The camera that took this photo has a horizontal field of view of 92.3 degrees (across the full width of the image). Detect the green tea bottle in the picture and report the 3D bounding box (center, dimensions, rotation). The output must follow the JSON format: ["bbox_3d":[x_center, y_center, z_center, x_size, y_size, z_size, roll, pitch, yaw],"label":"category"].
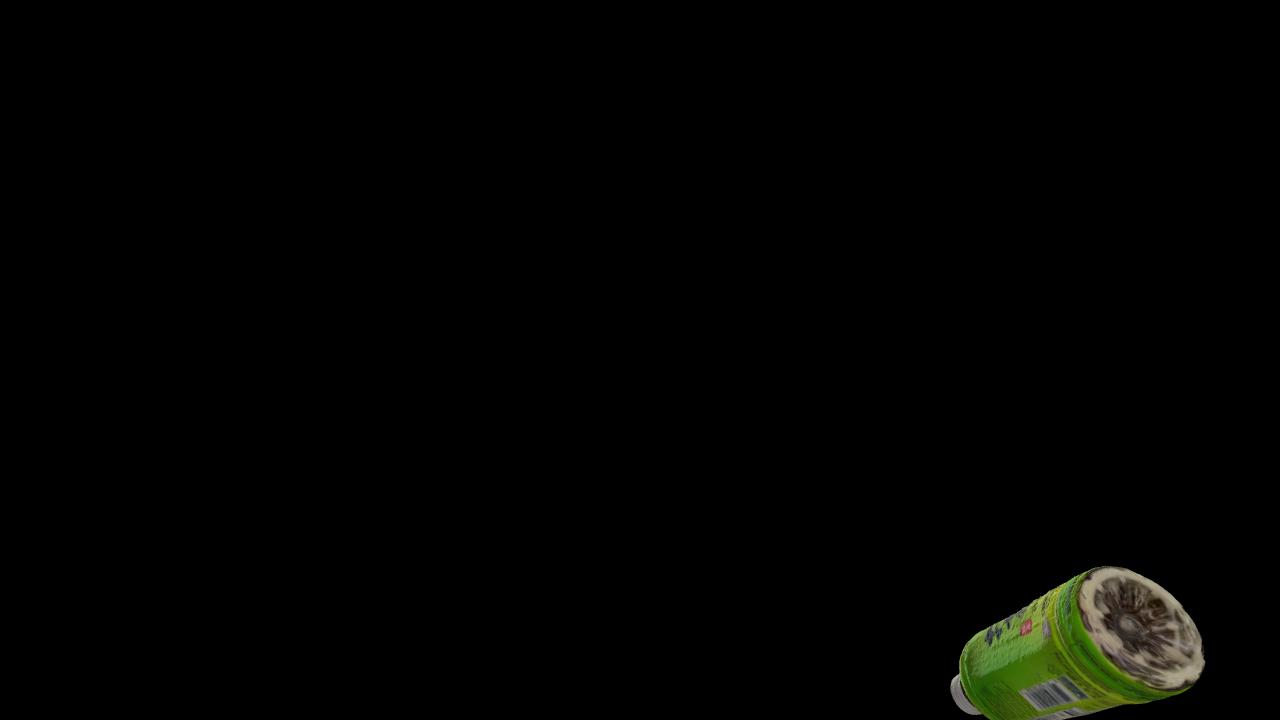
[{"bbox_3d":[0.274,0.212,0.424,0.073,0.073,0.212,0,-39,-5],"label":"green tea bottle"}]
